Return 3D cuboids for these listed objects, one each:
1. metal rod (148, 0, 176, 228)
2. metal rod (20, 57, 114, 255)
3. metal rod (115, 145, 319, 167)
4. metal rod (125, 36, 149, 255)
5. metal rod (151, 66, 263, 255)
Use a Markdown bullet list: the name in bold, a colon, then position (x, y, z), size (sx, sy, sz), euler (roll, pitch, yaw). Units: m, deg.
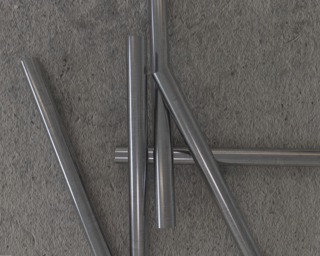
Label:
- **metal rod**: position (0.002, -0.030, 0.391), size (0.025, 0.025, 0.298), euler (-2, 83, 0)
- **metal rod**: position (-0.119, 0.051, 0.408), size (0.025, 0.025, 0.299), euler (-21, 90, 0)
- **metal rod**: position (0.093, 0.038, 0.410), size (0.302, 0.025, 0.025), euler (1, 90, 0)
- **metal rod**: position (-0.027, 0.042, 0.384), size (0.025, 0.025, 0.298), euler (0, 100, 0)
- **metal rod**: position (0.068, 0.064, 0.388), size (0.025, 0.025, 0.299), euler (-27, 99, 0)
